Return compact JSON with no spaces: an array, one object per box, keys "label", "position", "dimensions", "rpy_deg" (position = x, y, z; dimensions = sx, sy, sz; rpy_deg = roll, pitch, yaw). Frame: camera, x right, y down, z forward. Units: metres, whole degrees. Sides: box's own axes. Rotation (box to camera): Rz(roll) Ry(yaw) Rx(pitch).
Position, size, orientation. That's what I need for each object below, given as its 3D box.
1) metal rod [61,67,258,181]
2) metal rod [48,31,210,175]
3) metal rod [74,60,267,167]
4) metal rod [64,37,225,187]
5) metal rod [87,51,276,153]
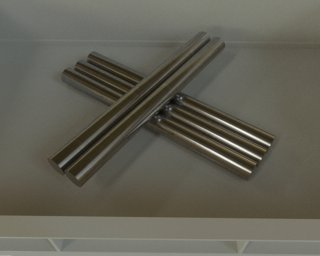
[{"label":"metal rod","position":[-0.016,-0.014,0.415],"dimensions":[0.300,0.025,0.025],"rpy_deg":[28,55,21]},{"label":"metal rod","position":[-0.022,-0.050,0.412],"dimensions":[0.025,0.025,0.301],"rpy_deg":[30,56,23]},{"label":"metal rod","position":[0.000,-0.029,0.427],"dimensions":[0.300,0.025,0.025],"rpy_deg":[28,55,21]},{"label":"metal rod","position":[-0.001,-0.038,0.403],"dimensions":[0.025,0.025,0.301],"rpy_deg":[30,56,23]},{"label":"metal rod","position":[0.015,-0.045,0.441],"dimensions":[0.300,0.025,0.025],"rpy_deg":[28,56,21]}]
